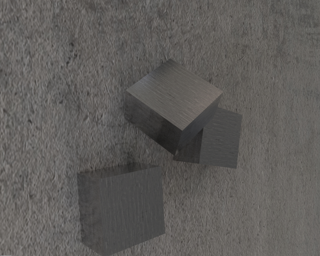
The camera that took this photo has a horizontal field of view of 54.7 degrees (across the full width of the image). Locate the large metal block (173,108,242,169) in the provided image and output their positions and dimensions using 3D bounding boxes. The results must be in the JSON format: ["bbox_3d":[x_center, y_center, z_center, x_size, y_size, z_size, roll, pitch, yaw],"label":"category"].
[{"bbox_3d":[0.070,0.013,0.447,0.081,0.050,0.080,13,82,-39],"label":"large metal block"}]

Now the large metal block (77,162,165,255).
[{"bbox_3d":[-0.043,0.087,0.352,0.081,0.050,0.079,-6,94,-40],"label":"large metal block"}]

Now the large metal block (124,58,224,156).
[{"bbox_3d":[0.015,-0.027,0.373,0.080,0.080,0.050,-42,158,-32],"label":"large metal block"}]
